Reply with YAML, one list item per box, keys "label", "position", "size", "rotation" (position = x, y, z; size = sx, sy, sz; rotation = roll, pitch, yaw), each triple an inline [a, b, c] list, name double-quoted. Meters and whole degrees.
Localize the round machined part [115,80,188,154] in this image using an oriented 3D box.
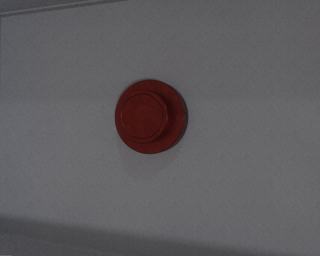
- label: "round machined part"
  position: [-0.016, -0.015, 0.404]
  size: [0.098, 0.042, 0.097]
  rotation: [0, 90, 20]
